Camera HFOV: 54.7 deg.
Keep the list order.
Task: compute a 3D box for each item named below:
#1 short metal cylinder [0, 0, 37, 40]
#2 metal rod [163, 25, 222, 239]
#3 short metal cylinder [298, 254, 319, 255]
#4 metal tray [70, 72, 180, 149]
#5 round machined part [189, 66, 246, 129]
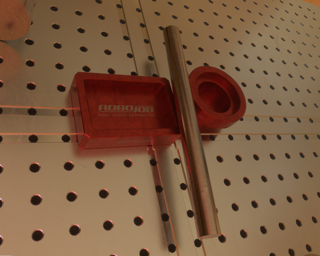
[{"bbox_3d":[-0.190,-0.150,0.362,0.081,0.080,0.050,12,57,-22],"label":"short metal cylinder"},{"bbox_3d":[0.034,-0.016,0.396,0.025,0.025,0.299,7,58,-25],"label":"metal rod"},{"bbox_3d":[0.170,0.195,0.365,0.081,0.050,0.080,14,56,-21],"label":"short metal cylinder"},{"bbox_3d":[-0.041,-0.023,0.396,0.131,0.030,0.090,-1,62,-29],"label":"metal tray"},{"bbox_3d":[0.076,-0.041,0.463,0.099,0.042,0.098,14,56,-21],"label":"round machined part"}]
